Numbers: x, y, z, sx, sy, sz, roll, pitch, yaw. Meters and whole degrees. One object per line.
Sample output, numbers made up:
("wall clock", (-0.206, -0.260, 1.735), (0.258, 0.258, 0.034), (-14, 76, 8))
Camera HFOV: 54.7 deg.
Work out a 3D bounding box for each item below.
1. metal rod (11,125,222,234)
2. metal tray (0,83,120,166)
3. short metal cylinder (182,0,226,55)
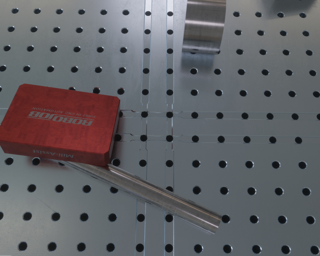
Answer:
("metal rod", (-0.068, 0.056, 0.390), (0.301, 0.025, 0.025), (23, 72, 8))
("metal tray", (-0.122, -0.006, 0.391), (0.131, 0.030, 0.090), (8, 54, -3))
("short metal cylinder", (0.060, -0.146, 0.437), (0.050, 0.080, 0.080), (6, 70, 2))
